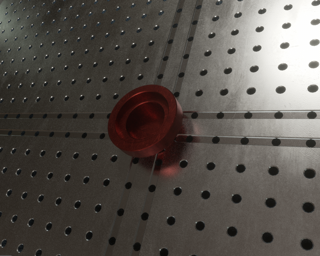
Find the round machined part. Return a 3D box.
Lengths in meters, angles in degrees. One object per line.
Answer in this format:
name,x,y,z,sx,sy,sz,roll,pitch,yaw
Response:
round machined part,-0.015,-0.006,0.408,0.098,0.042,0.098,-13,56,20
